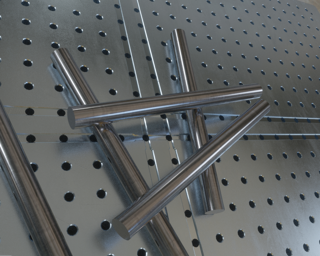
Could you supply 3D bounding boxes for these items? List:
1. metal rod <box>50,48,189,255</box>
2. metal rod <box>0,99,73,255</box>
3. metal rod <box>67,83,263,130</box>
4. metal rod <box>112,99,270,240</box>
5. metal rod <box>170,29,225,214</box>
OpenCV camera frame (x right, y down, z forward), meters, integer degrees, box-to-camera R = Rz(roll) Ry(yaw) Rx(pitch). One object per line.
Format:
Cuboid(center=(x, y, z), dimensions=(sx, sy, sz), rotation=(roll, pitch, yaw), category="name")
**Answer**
Cuboid(center=(-0.051, 0.029, 0.363), dimensions=(0.025, 0.025, 0.299), rotation=(-22, 74, -36), category="metal rod")
Cuboid(center=(-0.141, 0.041, 0.307), dimensions=(0.025, 0.025, 0.299), rotation=(-21, 73, -36), category="metal rod")
Cuboid(center=(0.030, -0.035, 0.413), dimensions=(0.303, 0.025, 0.025), rotation=(-11, 68, -33), category="metal rod")
Cuboid(center=(0.061, 0.032, 0.389), dimensions=(0.302, 0.025, 0.025), rotation=(-33, 81, -38), category="metal rod")
Cuboid(center=(0.049, -0.027, 0.452), dimensions=(0.025, 0.025, 0.299), rotation=(6, 59, -25), category="metal rod")
